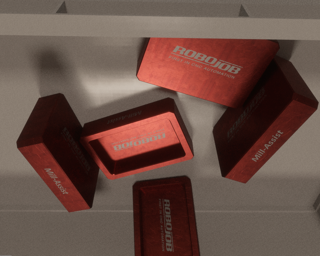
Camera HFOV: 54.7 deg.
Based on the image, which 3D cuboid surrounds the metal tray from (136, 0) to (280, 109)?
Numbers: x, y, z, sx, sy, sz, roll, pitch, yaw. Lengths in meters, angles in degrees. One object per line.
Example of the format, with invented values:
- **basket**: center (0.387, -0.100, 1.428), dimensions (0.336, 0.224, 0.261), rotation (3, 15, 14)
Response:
- **metal tray**: center (0.049, -0.079, 0.339), dimensions (0.131, 0.030, 0.089), rotation (15, 129, -13)

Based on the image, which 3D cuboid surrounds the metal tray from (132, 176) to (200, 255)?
- **metal tray**: center (0.008, 0.143, 0.461), dimensions (0.090, 0.130, 0.030), rotation (-8, 152, 6)

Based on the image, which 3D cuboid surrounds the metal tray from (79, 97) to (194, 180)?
- **metal tray**: center (-0.029, 0.018, 0.420), dimensions (0.130, 0.030, 0.090), rotation (-16, 129, 13)

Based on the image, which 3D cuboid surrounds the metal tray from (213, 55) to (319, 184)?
- **metal tray**: center (0.112, -0.009, 0.360), dimensions (0.030, 0.090, 0.129), rotation (19, 128, -15)

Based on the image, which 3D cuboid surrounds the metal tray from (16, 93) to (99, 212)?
- **metal tray**: center (-0.119, 0.033, 0.392), dimensions (0.030, 0.090, 0.129), rotation (-12, 129, 10)
